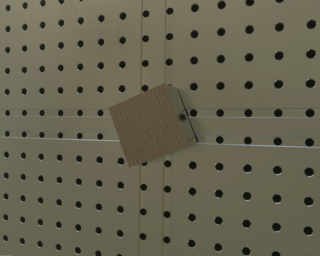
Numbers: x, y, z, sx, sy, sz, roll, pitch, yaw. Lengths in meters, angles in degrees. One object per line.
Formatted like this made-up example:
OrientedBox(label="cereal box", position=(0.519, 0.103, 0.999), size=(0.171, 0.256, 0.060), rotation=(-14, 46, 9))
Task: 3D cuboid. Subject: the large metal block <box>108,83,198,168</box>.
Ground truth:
OrientedBox(label="large metal block", position=(-0.008, -0.002, 0.398), size=(0.080, 0.050, 0.080), rotation=(-22, 83, 18))
